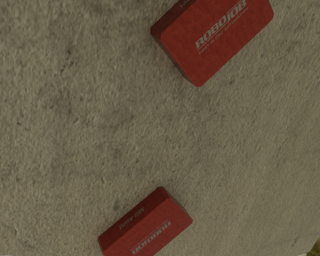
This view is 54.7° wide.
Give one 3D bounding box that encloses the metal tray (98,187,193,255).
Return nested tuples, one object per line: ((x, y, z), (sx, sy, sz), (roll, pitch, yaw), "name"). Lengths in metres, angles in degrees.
((-0.021, 0.163, 0.495), (0.130, 0.030, 0.090), (-40, 130, -2), "metal tray")

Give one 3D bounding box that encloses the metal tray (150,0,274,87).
((0.064, -0.123, 0.364), (0.130, 0.030, 0.090), (-43, 130, 2), "metal tray")
